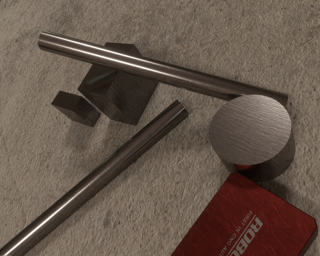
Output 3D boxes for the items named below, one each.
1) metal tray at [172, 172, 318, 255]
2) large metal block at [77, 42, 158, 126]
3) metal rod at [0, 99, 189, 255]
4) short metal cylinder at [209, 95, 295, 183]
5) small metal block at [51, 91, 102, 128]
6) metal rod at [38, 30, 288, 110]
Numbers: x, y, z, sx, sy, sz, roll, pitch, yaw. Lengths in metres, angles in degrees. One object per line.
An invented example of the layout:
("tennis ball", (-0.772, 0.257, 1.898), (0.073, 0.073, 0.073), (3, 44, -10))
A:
("metal tray", (0.072, 0.118, 0.290), (0.090, 0.030, 0.130), (32, 79, 37))
("large metal block", (-0.054, -0.061, 0.432), (0.050, 0.080, 0.080), (14, 69, 33))
("metal rod", (-0.085, 0.069, 0.404), (0.300, 0.025, 0.025), (-40, 51, 0))
("short metal cylinder", (0.098, 0.012, 0.329), (0.080, 0.050, 0.080), (-13, 56, 20))
("small metal block", (-0.127, -0.029, 0.470), (0.050, 0.050, 0.025), (16, 70, 34))
("metal rod", (-0.003, -0.068, 0.370), (0.301, 0.025, 0.025), (17, 68, 8))
